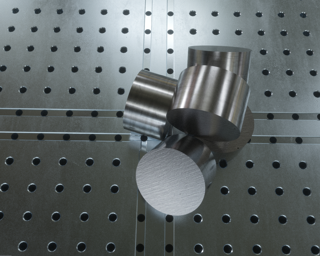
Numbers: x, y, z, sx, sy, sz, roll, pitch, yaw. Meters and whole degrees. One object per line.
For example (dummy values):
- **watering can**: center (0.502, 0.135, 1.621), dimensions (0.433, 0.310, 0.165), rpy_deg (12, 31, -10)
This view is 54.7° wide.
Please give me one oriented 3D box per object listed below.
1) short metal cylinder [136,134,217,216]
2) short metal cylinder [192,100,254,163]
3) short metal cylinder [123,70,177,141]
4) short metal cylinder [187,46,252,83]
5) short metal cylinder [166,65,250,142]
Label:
- **short metal cylinder**: center (0.020, 0.052, 0.357), dimensions (0.080, 0.050, 0.079), rpy_deg (7, 108, 22)
- **short metal cylinder**: center (0.074, 0.001, 0.398), dimensions (0.081, 0.050, 0.080), rpy_deg (0, 69, 0)
- **short metal cylinder**: center (-0.008, -0.029, 0.393), dimensions (0.050, 0.080, 0.080), rpy_deg (18, 71, 6)
- **short metal cylinder**: center (0.076, -0.078, 0.404), dimensions (0.080, 0.080, 0.050), rpy_deg (2, 110, 1)
- **short metal cylinder**: center (0.053, -0.024, 0.338), dimensions (0.080, 0.080, 0.050), rpy_deg (16, 71, 6)
